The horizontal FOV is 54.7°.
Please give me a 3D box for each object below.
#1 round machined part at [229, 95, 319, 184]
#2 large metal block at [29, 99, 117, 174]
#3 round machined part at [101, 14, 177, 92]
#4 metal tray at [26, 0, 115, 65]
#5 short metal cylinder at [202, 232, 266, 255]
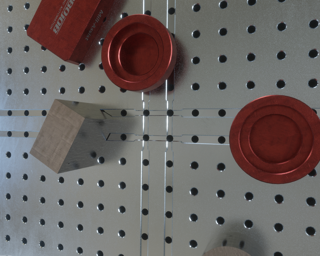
[{"bbox_3d":[0.132,0.012,0.357,0.098,0.042,0.097,0,90,20],"label":"round machined part"},{"bbox_3d":[-0.116,0.010,0.424,0.050,0.080,0.080,32,100,17],"label":"large metal block"},{"bbox_3d":[-0.024,-0.096,0.412,0.098,0.042,0.097,0,90,20],"label":"round machined part"},{"bbox_3d":[-0.130,-0.171,0.456,0.090,0.030,0.129,35,101,16],"label":"metal tray"},{"bbox_3d":[0.087,0.172,0.369,0.080,0.050,0.080,0,90,20],"label":"short metal cylinder"}]
